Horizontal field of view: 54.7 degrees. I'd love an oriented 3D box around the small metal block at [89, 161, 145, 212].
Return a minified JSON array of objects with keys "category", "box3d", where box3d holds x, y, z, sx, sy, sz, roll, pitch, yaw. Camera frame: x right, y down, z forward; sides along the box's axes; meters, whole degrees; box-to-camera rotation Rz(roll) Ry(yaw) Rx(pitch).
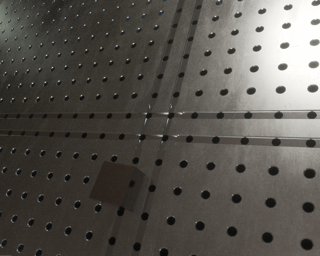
[{"category":"small metal block","box3d":[-0.054,0.073,0.390,0.050,0.025,0.050,6,65,30]}]
